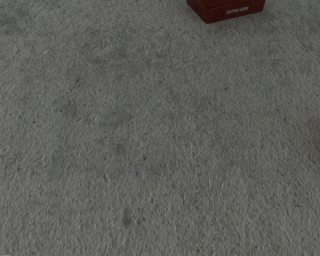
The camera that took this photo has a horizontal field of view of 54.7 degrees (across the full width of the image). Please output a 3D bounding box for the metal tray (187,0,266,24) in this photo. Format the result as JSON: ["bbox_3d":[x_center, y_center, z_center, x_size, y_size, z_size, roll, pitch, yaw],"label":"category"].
[{"bbox_3d":[0.130,-0.255,0.614,0.131,0.030,0.090,-17,52,-14],"label":"metal tray"}]

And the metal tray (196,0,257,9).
[{"bbox_3d":[0.125,-0.272,0.589,0.131,0.030,0.090,-13,51,-11],"label":"metal tray"}]
